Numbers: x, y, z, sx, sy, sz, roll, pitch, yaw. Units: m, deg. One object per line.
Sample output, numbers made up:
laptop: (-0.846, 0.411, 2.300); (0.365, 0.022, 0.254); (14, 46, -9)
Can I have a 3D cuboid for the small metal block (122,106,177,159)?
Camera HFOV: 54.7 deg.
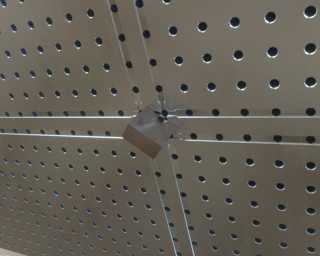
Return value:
small metal block: (-0.013, 0.005, 0.403); (0.050, 0.050, 0.025); (35, 129, 5)
